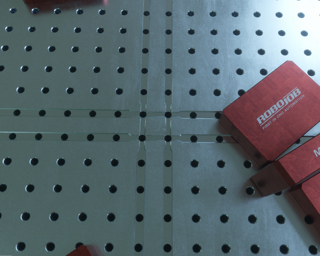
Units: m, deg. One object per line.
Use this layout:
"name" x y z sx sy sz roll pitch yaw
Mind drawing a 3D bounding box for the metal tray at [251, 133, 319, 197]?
"metal tray" 0.181 0.031 0.368 0.131 0.090 0.030 -29 73 -10

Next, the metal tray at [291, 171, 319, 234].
"metal tray" 0.244 0.081 0.383 0.131 0.030 0.090 -27 73 -10

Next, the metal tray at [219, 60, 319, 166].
"metal tray" 0.158 -0.022 0.419 0.131 0.030 0.090 -37 74 -13

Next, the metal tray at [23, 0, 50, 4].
"metal tray" -0.162 -0.256 0.501 0.131 0.030 0.090 -11 70 -5

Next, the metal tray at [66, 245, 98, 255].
"metal tray" -0.112 0.202 0.334 0.131 0.030 0.090 -33 74 -12
